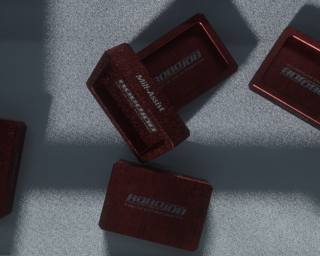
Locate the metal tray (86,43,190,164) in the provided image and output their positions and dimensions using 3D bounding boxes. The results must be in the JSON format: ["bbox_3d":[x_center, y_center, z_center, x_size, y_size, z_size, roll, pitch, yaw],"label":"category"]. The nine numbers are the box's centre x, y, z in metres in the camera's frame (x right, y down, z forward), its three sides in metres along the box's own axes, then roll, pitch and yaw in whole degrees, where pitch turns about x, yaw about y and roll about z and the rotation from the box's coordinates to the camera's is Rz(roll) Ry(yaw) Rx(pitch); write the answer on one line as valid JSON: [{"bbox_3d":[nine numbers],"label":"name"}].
[{"bbox_3d":[-0.031,-0.025,0.377,0.030,0.090,0.130,-35,91,-33],"label":"metal tray"}]

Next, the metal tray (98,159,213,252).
[{"bbox_3d":[-0.005,0.100,0.409,0.131,0.030,0.089,14,90,-1],"label":"metal tray"}]

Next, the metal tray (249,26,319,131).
[{"bbox_3d":[0.195,-0.059,0.401,0.130,0.030,0.090,33,90,8],"label":"metal tray"}]

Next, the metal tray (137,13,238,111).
[{"bbox_3d":[0.023,-0.077,0.409,0.130,0.030,0.090,-34,90,-1],"label":"metal tray"}]

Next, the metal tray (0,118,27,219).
[{"bbox_3d":[-0.236,0.048,0.406,0.091,0.030,0.129,10,90,-1],"label":"metal tray"}]
